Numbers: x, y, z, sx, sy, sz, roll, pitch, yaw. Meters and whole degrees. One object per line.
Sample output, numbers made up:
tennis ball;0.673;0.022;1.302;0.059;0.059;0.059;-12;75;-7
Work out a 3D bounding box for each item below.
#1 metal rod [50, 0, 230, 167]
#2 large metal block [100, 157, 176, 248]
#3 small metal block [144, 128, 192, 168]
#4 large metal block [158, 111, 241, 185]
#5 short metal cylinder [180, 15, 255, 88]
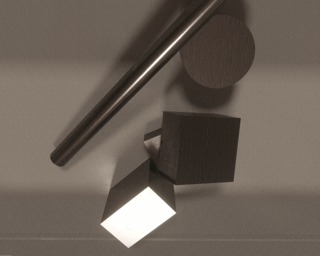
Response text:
metal rod;-0.038;-0.047;0.362;0.025;0.025;0.299;42;116;-14
large metal block;-0.027;0.097;0.418;0.080;0.080;0.050;-40;106;13
small metal block;0.012;0.025;0.421;0.050;0.025;0.050;-23;109;8
large metal block;0.048;0.023;0.384;0.081;0.050;0.079;2;98;-24
short metal cylinder;0.065;-0.092;0.365;0.081;0.050;0.079;0;110;-1
